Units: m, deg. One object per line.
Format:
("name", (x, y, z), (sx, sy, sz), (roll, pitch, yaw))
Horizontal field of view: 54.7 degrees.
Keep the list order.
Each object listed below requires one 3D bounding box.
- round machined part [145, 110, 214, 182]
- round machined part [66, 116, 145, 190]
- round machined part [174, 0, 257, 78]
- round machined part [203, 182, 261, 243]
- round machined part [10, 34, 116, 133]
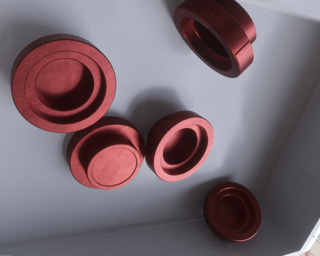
("round machined part", (0.021, 0.020, 0.418), (0.099, 0.042, 0.097), (-19, 126, -28))
("round machined part", (-0.063, 0.038, 0.388), (0.099, 0.042, 0.097), (-14, 125, -21))
("round machined part", (0.064, -0.104, 0.334), (0.042, 0.098, 0.098), (-45, 130, -3))
("round machined part", (0.119, 0.145, 0.531), (0.099, 0.098, 0.042), (-11, 157, -23))
("round machined part", (-0.098, -0.047, 0.316), (0.099, 0.042, 0.097), (-14, 125, -21))
